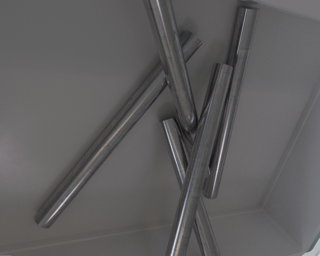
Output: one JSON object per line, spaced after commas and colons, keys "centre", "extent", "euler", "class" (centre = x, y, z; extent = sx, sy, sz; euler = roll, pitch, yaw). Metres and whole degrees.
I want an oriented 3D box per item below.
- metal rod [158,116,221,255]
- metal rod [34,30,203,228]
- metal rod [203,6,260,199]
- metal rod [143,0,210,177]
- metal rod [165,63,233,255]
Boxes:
{"centre": [0.056, 0.129, 0.425], "extent": [0.025, 0.025, 0.298], "euler": [-20, 96, -17], "class": "metal rod"}
{"centre": [-0.055, 0.007, 0.382], "extent": [0.025, 0.025, 0.299], "euler": [35, 99, -39], "class": "metal rod"}
{"centre": [0.097, -0.017, 0.450], "extent": [0.025, 0.025, 0.298], "euler": [-9, 123, -24], "class": "metal rod"}
{"centre": [0.031, -0.028, 0.381], "extent": [0.025, 0.025, 0.299], "euler": [-30, 137, -9], "class": "metal rod"}
{"centre": [0.043, 0.067, 0.393], "extent": [0.025, 0.025, 0.298], "euler": [13, 92, -34], "class": "metal rod"}
